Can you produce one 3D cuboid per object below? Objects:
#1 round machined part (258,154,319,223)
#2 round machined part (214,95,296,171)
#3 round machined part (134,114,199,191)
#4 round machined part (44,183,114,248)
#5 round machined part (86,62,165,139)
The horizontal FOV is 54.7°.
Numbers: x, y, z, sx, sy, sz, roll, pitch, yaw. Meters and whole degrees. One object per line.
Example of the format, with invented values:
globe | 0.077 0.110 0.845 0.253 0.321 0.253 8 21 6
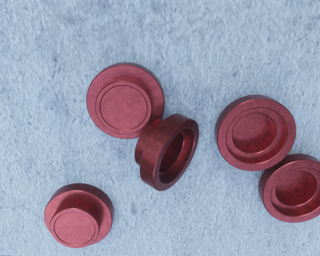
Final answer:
round machined part | 0.186 0.080 0.433 0.099 0.042 0.097 0 110 -1
round machined part | 0.120 0.003 0.404 0.099 0.042 0.097 0 110 -1
round machined part | 0.005 0.027 0.391 0.042 0.099 0.097 26 112 28
round machined part | -0.119 0.133 0.448 0.099 0.042 0.097 0 110 -1
round machined part | -0.043 -0.030 0.389 0.099 0.042 0.097 0 110 -1
